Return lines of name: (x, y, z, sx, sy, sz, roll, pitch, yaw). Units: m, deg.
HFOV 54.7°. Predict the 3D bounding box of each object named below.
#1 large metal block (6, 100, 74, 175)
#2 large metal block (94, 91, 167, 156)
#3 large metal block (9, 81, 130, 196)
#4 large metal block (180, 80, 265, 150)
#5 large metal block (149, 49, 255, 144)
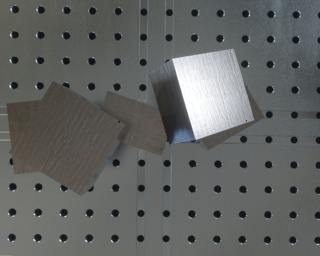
large metal block: (-0.141, 0.009, 0.384, 0.050, 0.080, 0.079, -6, 90, 0)
large metal block: (-0.029, -0.005, 0.385, 0.080, 0.080, 0.050, 19, 90, -1)
large metal block: (-0.088, 0.010, 0.319, 0.080, 0.050, 0.080, 31, 90, 0)
large metal block: (0.073, -0.027, 0.402, 0.080, 0.050, 0.080, -30, 90, 0)
large metal block: (0.045, -0.034, 0.333, 0.081, 0.050, 0.080, -16, 91, -29)
